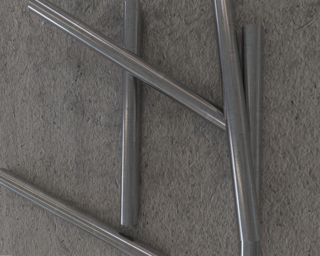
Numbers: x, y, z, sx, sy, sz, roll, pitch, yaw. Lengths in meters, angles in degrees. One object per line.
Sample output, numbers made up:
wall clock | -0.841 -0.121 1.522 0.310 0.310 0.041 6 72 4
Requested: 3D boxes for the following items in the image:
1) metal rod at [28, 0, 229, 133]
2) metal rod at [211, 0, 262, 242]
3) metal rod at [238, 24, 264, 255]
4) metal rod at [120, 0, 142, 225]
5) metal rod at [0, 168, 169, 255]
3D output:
metal rod | -0.041 -0.086 0.396 0.301 0.025 0.025 33 101 6
metal rod | 0.086 -0.027 0.358 0.025 0.025 0.298 -8 80 20
metal rod | 0.108 0.029 0.370 0.025 0.025 0.298 1 90 20
metal rod | -0.040 -0.020 0.422 0.025 0.025 0.298 1 90 20
metal rod | -0.126 0.127 0.453 0.301 0.025 0.025 21 97 18
